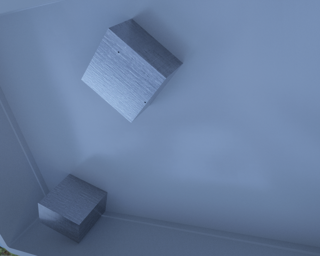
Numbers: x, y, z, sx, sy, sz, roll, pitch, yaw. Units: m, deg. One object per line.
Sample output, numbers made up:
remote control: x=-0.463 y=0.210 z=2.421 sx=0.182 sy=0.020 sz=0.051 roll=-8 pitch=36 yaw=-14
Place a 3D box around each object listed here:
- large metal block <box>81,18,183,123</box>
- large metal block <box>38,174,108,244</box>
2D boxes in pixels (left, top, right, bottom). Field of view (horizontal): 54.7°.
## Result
large metal block: x=-0.034 y=-0.067 z=0.369 sx=0.080 sy=0.050 sz=0.080 roll=41 pitch=129 yaw=0
large metal block: x=-0.149 y=0.137 z=0.537 sx=0.080 sy=0.080 sz=0.050 roll=23 pitch=127 yaw=14
